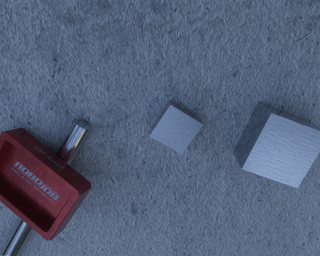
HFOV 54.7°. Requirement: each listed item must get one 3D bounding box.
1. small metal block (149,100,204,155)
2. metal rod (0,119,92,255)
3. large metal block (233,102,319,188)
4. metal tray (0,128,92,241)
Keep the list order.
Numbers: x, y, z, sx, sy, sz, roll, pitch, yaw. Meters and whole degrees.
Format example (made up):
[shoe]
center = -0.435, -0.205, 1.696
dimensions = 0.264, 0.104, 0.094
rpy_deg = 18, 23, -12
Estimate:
[small metal block]
center = 0.021, -0.001, 0.410
dimensions = 0.050, 0.025, 0.050
rpy_deg = 31, 107, -11
[metal rod]
center = -0.179, 0.115, 0.449
dimensions = 0.025, 0.025, 0.298
rpy_deg = 30, 107, -11
[large metal block]
center = 0.155, 0.022, 0.407
dimensions = 0.080, 0.050, 0.079
rpy_deg = 19, 109, -8
[metal tray]
center = -0.166, 0.072, 0.408
dimensions = 0.130, 0.030, 0.090
rpy_deg = 37, 107, 8
